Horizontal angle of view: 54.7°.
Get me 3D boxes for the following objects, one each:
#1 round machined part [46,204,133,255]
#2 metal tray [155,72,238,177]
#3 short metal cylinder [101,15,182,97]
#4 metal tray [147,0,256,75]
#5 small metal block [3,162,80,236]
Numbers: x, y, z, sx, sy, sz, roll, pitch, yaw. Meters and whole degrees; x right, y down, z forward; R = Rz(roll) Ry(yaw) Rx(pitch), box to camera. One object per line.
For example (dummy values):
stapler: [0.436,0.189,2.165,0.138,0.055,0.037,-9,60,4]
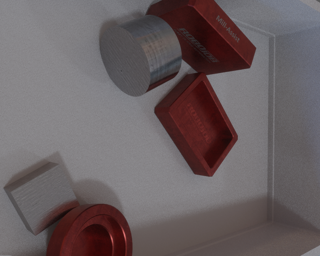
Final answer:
round machined part: [-0.076,0.129,0.322,0.098,0.042,0.098,20,65,-52]
metal tray: [0.058,-0.004,0.454,0.090,0.030,0.130,-48,119,-29]
short metal cylinder: [-0.022,-0.082,0.354,0.050,0.080,0.080,-34,111,-35]
metal tray: [0.054,-0.121,0.411,0.130,0.090,0.030,32,70,-36]
small metal block: [-0.117,0.069,0.310,0.050,0.025,0.050,-33,110,-36]
